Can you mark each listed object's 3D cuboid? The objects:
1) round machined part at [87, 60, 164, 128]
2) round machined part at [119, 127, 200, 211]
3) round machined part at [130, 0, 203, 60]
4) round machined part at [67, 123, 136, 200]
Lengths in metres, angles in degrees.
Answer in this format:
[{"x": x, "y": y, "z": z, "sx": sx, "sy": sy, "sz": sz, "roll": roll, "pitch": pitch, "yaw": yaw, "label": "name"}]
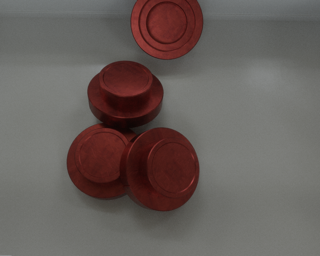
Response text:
[{"x": -0.044, "y": -0.050, "z": 0.402, "sx": 0.099, "sy": 0.042, "sz": 0.098, "roll": 3, "pitch": 50, "yaw": -4, "label": "round machined part"}, {"x": 0.006, "y": 0.047, "z": 0.361, "sx": 0.099, "sy": 0.042, "sz": 0.098, "roll": 6, "pitch": 77, "yaw": -28, "label": "round machined part"}, {"x": 0.009, "y": -0.148, "z": 0.438, "sx": 0.099, "sy": 0.042, "sz": 0.097, "roll": 0, "pitch": 107, "yaw": -1, "label": "round machined part"}, {"x": -0.067, "y": 0.038, "z": 0.386, "sx": 0.099, "sy": 0.042, "sz": 0.098, "roll": 0, "pitch": 70, "yaw": 0, "label": "round machined part"}]
